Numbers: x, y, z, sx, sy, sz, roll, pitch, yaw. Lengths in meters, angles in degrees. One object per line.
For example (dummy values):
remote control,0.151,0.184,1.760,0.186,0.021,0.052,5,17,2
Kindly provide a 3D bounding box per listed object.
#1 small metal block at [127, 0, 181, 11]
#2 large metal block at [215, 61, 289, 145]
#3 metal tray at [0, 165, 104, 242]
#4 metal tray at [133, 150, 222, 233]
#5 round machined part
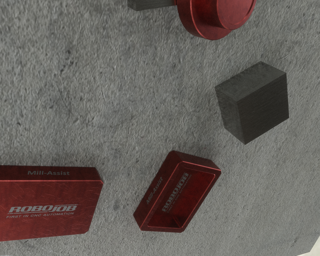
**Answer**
small metal block,-0.007,-0.149,0.312,0.050,0.025,0.050,-16,125,-19
large metal block,0.133,-0.036,0.444,0.080,0.050,0.080,-30,129,-10
metal tray,-0.146,0.092,0.382,0.131,0.030,0.089,6,116,-32
metal tray,0.027,0.103,0.484,0.091,0.030,0.129,17,109,-36
round machined part,0.068,-0.143,0.330,0.099,0.042,0.097,-24,128,-34
